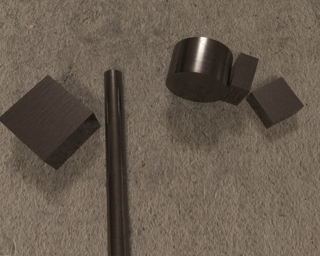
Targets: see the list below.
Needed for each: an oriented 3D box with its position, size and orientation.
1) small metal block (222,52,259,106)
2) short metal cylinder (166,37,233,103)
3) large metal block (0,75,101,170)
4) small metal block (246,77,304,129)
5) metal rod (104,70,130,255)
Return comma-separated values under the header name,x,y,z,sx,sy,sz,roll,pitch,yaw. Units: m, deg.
name,x,y,z,sx,sy,sz,roll,pitch,yaw
small metal block,0.107,-0.065,0.419,0.025,0.050,0.050,20,71,2
short metal cylinder,0.052,-0.074,0.407,0.080,0.080,0.050,12,71,4
large metal block,-0.137,-0.007,0.396,0.080,0.050,0.080,39,74,12
small metal block,0.156,-0.034,0.423,0.050,0.025,0.050,-27,73,-10
metal rod,-0.054,0.064,0.383,0.025,0.025,0.299,-4,70,-2
